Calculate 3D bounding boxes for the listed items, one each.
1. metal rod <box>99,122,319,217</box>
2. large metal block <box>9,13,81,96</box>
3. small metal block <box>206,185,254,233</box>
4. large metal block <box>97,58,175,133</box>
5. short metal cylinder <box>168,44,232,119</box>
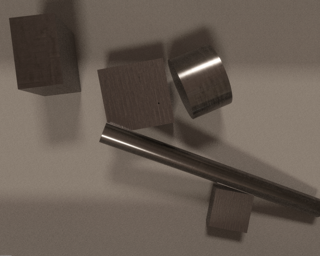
[{"bbox_3d":[0.073,0.056,0.386,0.302,0.025,0.025,20,90,-11],"label":"metal rod"},{"bbox_3d":[-0.137,-0.085,0.382,0.050,0.080,0.079,-7,90,0],"label":"large metal block"},{"bbox_3d":[0.093,0.107,0.413,0.050,0.025,0.050,11,90,-1],"label":"small metal block"},{"bbox_3d":[-0.029,-0.039,0.399,0.080,0.050,0.080,-11,90,-1],"label":"large metal block"},{"bbox_3d":[0.049,-0.057,0.385,0.050,0.080,0.080,-23,90,0],"label":"short metal cylinder"}]
